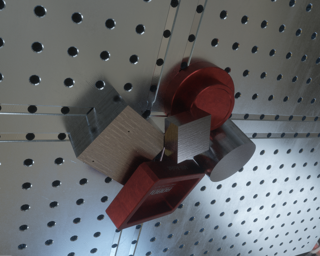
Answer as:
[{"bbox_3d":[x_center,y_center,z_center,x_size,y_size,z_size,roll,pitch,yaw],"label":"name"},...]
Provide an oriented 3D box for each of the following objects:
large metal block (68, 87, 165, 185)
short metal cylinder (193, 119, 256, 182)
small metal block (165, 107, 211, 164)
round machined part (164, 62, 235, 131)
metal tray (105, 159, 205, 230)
[{"bbox_3d":[-0.049,0.012,0.376,0.080,0.050,0.080,-46,129,4],"label":"large metal block"},{"bbox_3d":[0.091,0.033,0.450,0.081,0.050,0.080,-25,145,-19],"label":"short metal cylinder"},{"bbox_3d":[0.033,0.008,0.374,0.050,0.025,0.050,-20,124,-31],"label":"small metal block"},{"bbox_3d":[0.059,-0.034,0.411,0.099,0.042,0.097,-14,124,-21],"label":"round machined part"},{"bbox_3d":[-0.001,0.087,0.424,0.090,0.030,0.131,-54,151,19],"label":"metal tray"}]
